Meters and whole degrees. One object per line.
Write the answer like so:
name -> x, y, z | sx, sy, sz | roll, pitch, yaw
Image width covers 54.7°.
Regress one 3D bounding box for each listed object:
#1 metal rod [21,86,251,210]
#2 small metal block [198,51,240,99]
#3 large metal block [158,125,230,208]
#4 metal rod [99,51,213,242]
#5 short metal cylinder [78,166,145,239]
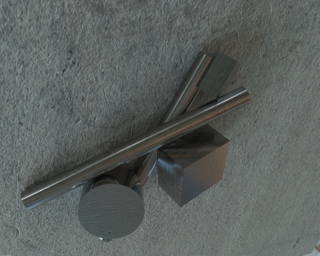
metal rod -> -0.026, 0.023, 0.386 | 0.301, 0.025, 0.025 | -26, 128, -4
small metal block -> 0.077, -0.066, 0.393 | 0.050, 0.025, 0.050 | -61, 167, 15
large metal block -> 0.045, 0.049, 0.428 | 0.081, 0.050, 0.079 | -27, 138, -27
metal rod -> -0.011, 0.036, 0.424 | 0.025, 0.025, 0.298 | 19, 109, -36
short metal cylinder -> -0.062, 0.094, 0.400 | 0.081, 0.050, 0.079 | -2, 110, -6
